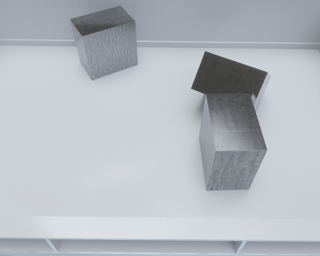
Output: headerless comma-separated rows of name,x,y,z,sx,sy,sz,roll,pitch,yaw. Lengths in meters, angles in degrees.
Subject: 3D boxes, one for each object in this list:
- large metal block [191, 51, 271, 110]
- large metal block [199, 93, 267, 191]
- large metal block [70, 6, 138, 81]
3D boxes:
large metal block,0.098,-0.061,0.415,0.080,0.050,0.080,24,13,18
large metal block,0.078,0.017,0.356,0.050,0.080,0.080,-1,50,-1
large metal block,-0.083,-0.131,0.478,0.081,0.080,0.050,-23,54,-19
